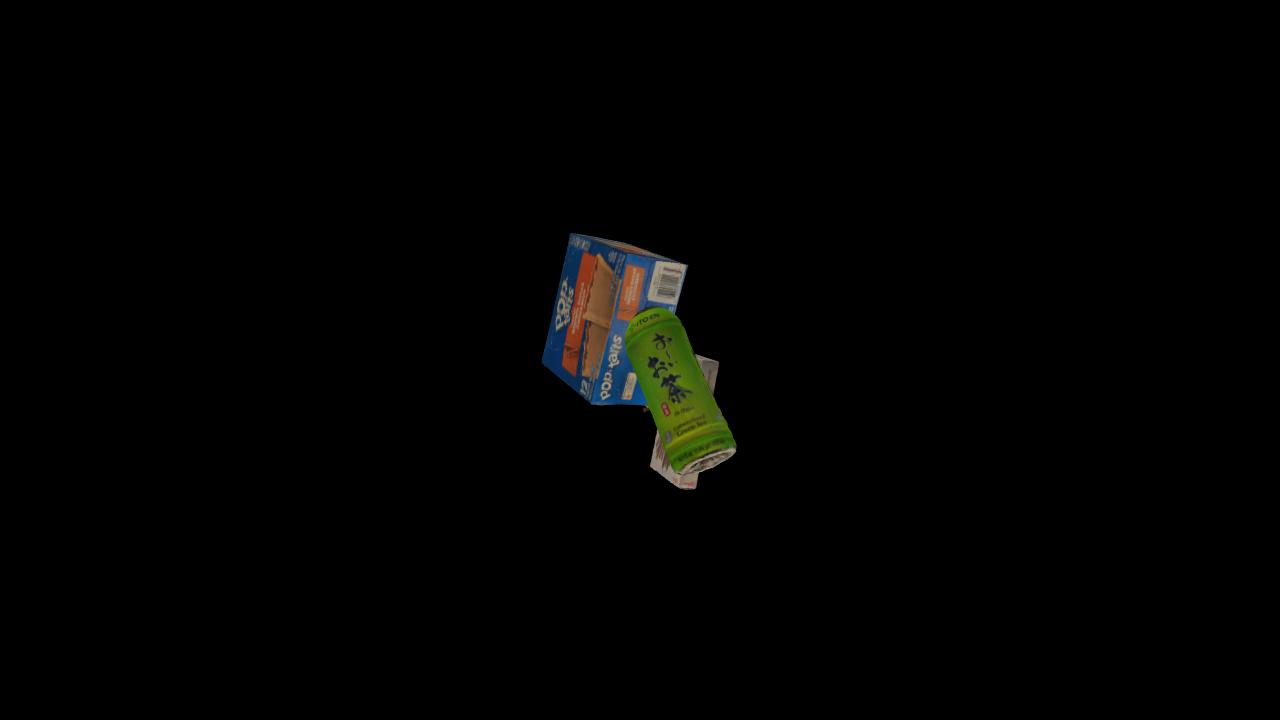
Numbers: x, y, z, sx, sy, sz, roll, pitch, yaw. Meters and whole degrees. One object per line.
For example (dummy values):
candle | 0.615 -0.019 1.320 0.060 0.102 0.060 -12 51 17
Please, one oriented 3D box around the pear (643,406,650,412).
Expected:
pear | 0.031 0.035 0.745 0.080 0.080 0.111 0 43 35

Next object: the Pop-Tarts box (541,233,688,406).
Pop-Tarts box | -0.036 -0.049 0.711 0.083 0.167 0.141 6 15 -34

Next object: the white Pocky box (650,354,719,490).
white Pocky box | 0.053 0.069 0.742 0.028 0.154 0.084 8 5 -24

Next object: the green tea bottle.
green tea bottle | 0.028 0.012 0.643 0.073 0.212 0.073 -21 -21 -8
